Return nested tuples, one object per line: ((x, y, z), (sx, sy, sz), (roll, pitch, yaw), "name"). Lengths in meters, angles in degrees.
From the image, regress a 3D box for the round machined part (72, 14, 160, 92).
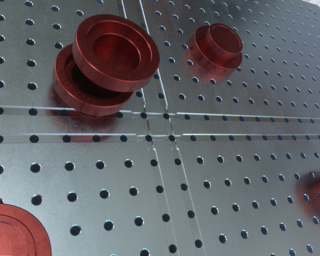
((-0.053, -0.082, 0.365), (0.099, 0.042, 0.098), (14, 56, -21), "round machined part")

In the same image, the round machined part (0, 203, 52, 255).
((-0.141, 0.110, 0.255), (0.099, 0.042, 0.098), (13, 56, -21), "round machined part")

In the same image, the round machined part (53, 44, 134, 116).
((-0.083, -0.057, 0.387), (0.099, 0.042, 0.098), (13, 56, -21), "round machined part")

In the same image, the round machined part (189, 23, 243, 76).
((0.104, -0.142, 0.539), (0.099, 0.042, 0.098), (13, 56, -21), "round machined part")
